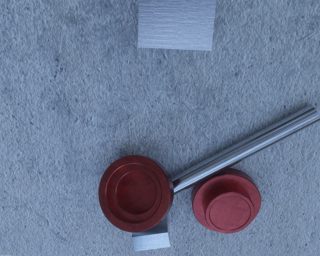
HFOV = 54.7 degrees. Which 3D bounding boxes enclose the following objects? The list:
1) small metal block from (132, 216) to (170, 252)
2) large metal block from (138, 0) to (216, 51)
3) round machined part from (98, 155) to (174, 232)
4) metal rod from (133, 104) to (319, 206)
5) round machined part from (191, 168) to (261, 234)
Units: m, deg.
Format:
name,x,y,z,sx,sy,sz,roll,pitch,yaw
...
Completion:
name,x,y,z,sx,sy,sz,roll,pitch,yaw
small metal block,-0.012,0.149,0.451,0.050,0.050,0.025,-8,110,3
large metal block,0.018,-0.132,0.348,0.081,0.050,0.079,2,110,-1
round machined part,-0.029,0.086,0.417,0.098,0.042,0.097,-2,82,15
metal rod,0.073,0.052,0.429,0.300,0.025,0.025,-29,108,10
round machined part,0.096,0.110,0.442,0.099,0.042,0.097,0,110,0
